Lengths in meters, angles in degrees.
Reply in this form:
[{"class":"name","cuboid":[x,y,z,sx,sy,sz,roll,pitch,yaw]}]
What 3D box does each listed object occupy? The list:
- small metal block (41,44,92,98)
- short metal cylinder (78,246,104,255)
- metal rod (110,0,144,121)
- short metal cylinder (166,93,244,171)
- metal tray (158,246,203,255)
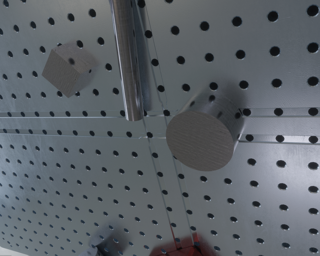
[{"class":"small metal block","cuboid":[-0.130,-0.079,0.431,0.050,0.025,0.050,41,129,0]},{"class":"short metal cylinder","cuboid":[-0.146,0.292,0.633,0.080,0.080,0.050,-27,104,37]},{"class":"metal rod","cuboid":[-0.044,-0.144,0.345,0.025,0.025,0.298,10,123,23]},{"class":"short metal cylinder","cuboid":[0.054,0.005,0.369,0.080,0.050,0.079,13,124,21]},{"class":"metal tray","cuboid":[0.037,0.266,0.552,0.130,0.030,0.090,-34,100,38]}]
